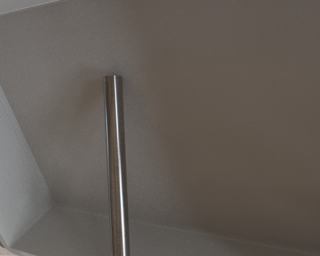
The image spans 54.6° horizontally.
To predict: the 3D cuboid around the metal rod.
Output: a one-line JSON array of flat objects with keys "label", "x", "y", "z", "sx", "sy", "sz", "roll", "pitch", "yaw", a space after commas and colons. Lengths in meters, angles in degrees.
[{"label": "metal rod", "x": -0.056, "y": 0.082, "z": 0.410, "sx": 0.025, "sy": 0.025, "sz": 0.298, "roll": -1, "pitch": 93, "yaw": 29}]
